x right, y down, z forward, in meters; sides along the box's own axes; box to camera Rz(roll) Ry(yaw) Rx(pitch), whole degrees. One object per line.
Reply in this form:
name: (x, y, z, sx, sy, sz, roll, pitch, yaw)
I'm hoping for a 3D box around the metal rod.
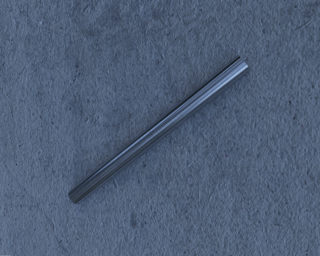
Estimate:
metal rod: (-0.011, 0.011, 0.414, 0.300, 0.025, 0.025, -38, 78, 15)
